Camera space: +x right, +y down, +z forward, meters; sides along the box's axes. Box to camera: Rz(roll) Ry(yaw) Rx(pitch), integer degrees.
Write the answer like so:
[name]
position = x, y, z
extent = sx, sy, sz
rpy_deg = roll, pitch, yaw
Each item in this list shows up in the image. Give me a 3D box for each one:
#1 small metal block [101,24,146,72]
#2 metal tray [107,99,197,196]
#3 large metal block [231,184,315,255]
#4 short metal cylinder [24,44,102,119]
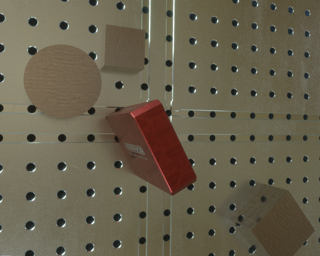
[small metal block]
position = -0.047, -0.100, 0.395
extent = 0.050, 0.025, 0.050
rpy_deg = 2, 89, -20
[metal tray]
position = -0.016, 0.019, 0.351
extent = 0.030, 0.130, 0.090
rpy_deg = -29, 100, -18
[large metal block]
position = 0.168, 0.145, 0.461
extent = 0.080, 0.050, 0.080
rpy_deg = -40, 103, -16
[short metal cylinder]
position = -0.112, -0.051, 0.358
extent = 0.081, 0.050, 0.079
rpy_deg = 0, 90, -20
